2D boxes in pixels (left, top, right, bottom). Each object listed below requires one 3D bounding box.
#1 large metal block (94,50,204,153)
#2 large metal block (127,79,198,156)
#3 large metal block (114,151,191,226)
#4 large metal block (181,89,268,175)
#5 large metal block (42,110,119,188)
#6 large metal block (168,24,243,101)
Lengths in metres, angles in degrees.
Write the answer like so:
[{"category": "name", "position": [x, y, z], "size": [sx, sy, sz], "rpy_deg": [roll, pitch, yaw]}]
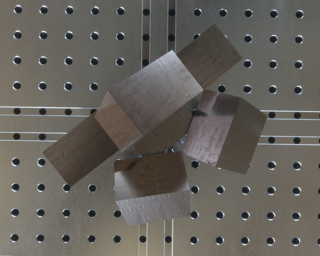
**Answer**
[{"category": "large metal block", "position": [-0.015, -0.025, 0.323], "size": [0.080, 0.080, 0.050], "rpy_deg": [-37, 90, -25]}, {"category": "large metal block", "position": [-0.008, -0.011, 0.402], "size": [0.080, 0.050, 0.080], "rpy_deg": [-39, 90, 0]}, {"category": "large metal block", "position": [-0.007, 0.076, 0.379], "size": [0.080, 0.080, 0.050], "rpy_deg": [-9, 54, 0]}, {"category": "large metal block", "position": [0.080, 0.007, 0.379], "size": [0.050, 0.080, 0.080], "rpy_deg": [21, 90, 41]}, {"category": "large metal block", "position": [-0.083, 0.022, 0.384], "size": [0.080, 0.080, 0.050], "rpy_deg": [-38, 90, 0]}, {"category": "large metal block", "position": [0.046, -0.073, 0.386], "size": [0.080, 0.080, 0.050], "rpy_deg": [-39, 91, 0]}]
